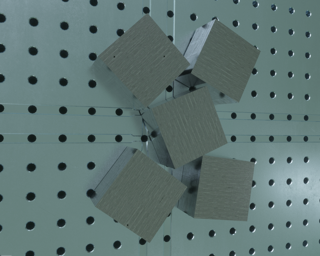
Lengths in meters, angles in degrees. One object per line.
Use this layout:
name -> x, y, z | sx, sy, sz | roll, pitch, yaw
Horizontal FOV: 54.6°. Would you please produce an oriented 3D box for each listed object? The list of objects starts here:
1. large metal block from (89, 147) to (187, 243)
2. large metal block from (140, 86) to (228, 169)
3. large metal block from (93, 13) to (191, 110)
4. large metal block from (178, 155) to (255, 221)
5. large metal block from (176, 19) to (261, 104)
large metal block -> -0.028, 0.080, 0.387 | 0.080, 0.050, 0.080 | 39, 77, -16
large metal block -> 0.031, -0.002, 0.409 | 0.081, 0.050, 0.080 | -24, 98, -18
large metal block -> -0.024, -0.080, 0.390 | 0.080, 0.050, 0.080 | -46, 104, -14
large metal block -> 0.077, 0.080, 0.427 | 0.081, 0.050, 0.080 | 10, 87, -20
large metal block -> 0.078, -0.087, 0.427 | 0.080, 0.050, 0.080 | 28, 81, -21
